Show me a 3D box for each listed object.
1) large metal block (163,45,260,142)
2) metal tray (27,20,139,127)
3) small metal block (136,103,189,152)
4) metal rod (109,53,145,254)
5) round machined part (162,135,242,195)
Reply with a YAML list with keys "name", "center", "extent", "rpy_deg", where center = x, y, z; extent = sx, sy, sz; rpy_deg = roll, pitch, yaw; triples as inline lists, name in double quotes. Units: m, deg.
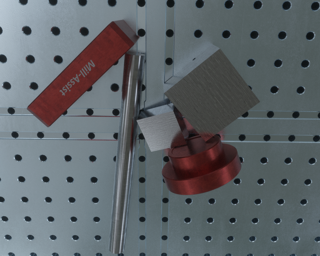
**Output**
- name: "large metal block"
  center: [0.061, -0.044, 0.385]
  extent: [0.080, 0.050, 0.080]
  rpy_deg: [-38, 106, 12]
- name: "metal tray"
  center: [-0.083, -0.065, 0.353]
  extent: [0.130, 0.090, 0.030]
  rpy_deg: [-41, 105, 13]
- name: "small metal block"
  center: [0.005, -0.001, 0.405]
  extent: [0.050, 0.025, 0.050]
  rpy_deg: [-14, 116, 20]
- name: "metal rod"
  center: [-0.049, 0.048, 0.430]
  extent: [0.025, 0.025, 0.298]
  rpy_deg: [7, 110, -3]
- name: "round machined part"
  center: [0.048, 0.040, 0.390]
  extent: [0.098, 0.098, 0.042]
  rpy_deg: [-18, 104, 6]
